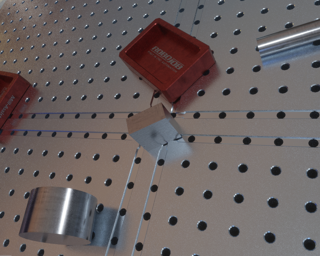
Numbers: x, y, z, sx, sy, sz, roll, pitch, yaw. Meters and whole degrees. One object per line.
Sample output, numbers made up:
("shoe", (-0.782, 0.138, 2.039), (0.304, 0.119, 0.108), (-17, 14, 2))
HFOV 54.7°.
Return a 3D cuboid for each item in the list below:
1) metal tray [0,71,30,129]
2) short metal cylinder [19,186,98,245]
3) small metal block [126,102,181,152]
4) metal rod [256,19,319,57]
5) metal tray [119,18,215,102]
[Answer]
("metal tray", (-0.324, -0.049, 0.605), (0.090, 0.030, 0.130), (14, 69, 33))
("short metal cylinder", (-0.119, 0.107, 0.370), (0.080, 0.080, 0.050), (-10, 58, 23))
("small metal block", (-0.008, 0.000, 0.396), (0.050, 0.050, 0.025), (-25, 53, 13))
("metal rod", (0.266, -0.137, 0.352), (0.301, 0.025, 0.025), (-13, 56, 20))
("metal tray", (0.007, -0.106, 0.466), (0.090, 0.030, 0.130), (-44, 51, -3))
